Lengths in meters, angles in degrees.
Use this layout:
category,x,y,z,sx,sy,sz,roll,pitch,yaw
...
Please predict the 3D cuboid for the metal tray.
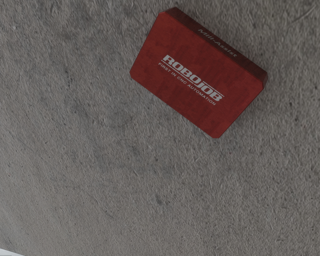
category,x,y,z,sx,sy,sz,roll,pitch,yaw
metal tray,0.039,-0.059,0.347,0.130,0.030,0.089,37,129,3
